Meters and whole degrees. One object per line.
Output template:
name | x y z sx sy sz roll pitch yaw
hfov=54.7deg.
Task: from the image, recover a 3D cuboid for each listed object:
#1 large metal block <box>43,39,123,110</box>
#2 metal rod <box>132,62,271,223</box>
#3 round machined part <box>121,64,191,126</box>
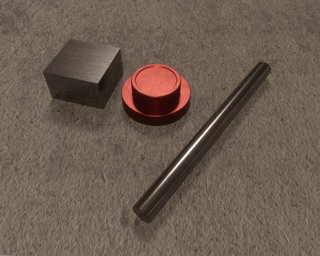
large metal block | -0.108 -0.080 0.453 0.080 0.050 0.080 13 51 10
metal rod | 0.071 0.000 0.404 0.025 0.025 0.301 30 56 22
round machined part | -0.005 -0.053 0.437 0.099 0.042 0.098 0 50 0
